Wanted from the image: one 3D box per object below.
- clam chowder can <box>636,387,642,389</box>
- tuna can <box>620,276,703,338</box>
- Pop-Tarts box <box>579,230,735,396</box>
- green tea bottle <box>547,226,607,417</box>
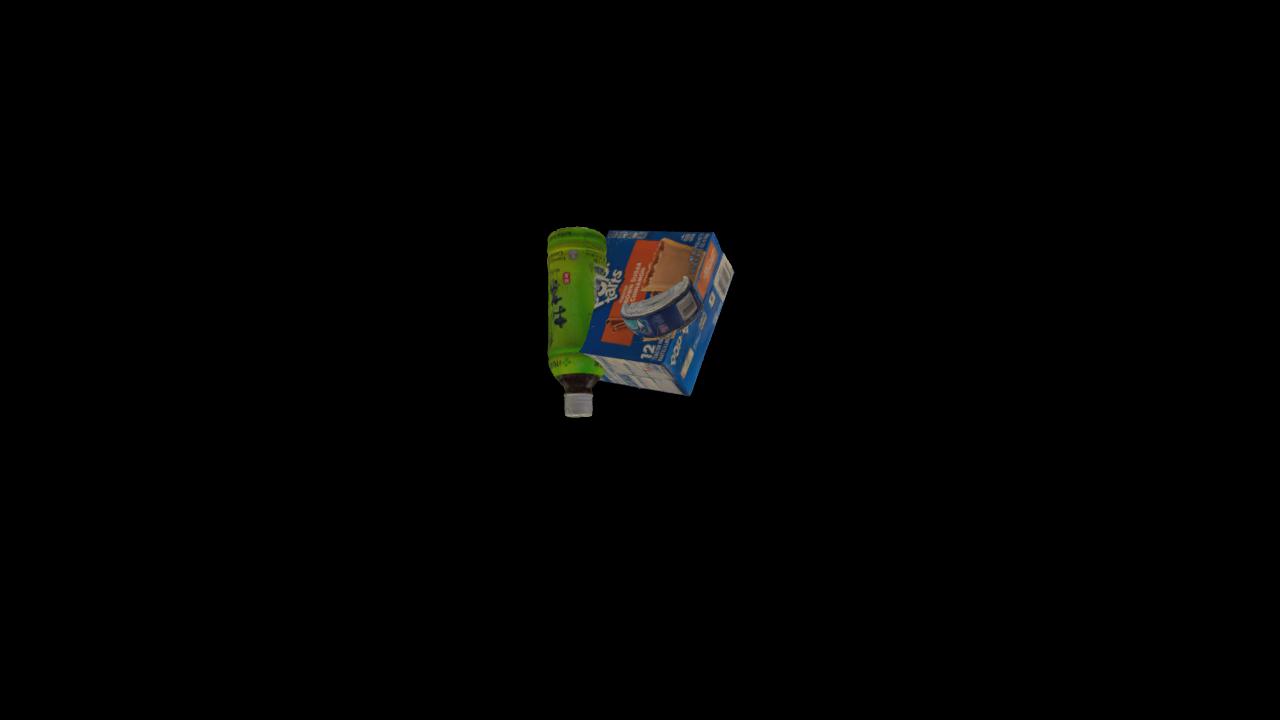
[{"bbox_3d":[-0.006,-0.018,0.703,0.068,0.068,0.102,0,-27,19],"label":"clam chowder can"},{"bbox_3d":[0.022,-0.055,0.649,0.084,0.034,0.084,-23,27,12],"label":"tuna can"},{"bbox_3d":[0.009,-0.058,0.698,0.141,0.167,0.083,9,-25,31],"label":"Pop-Tarts box"},{"bbox_3d":[-0.070,-0.041,0.696,0.073,0.212,0.073,-3,-13,-1],"label":"green tea bottle"}]
